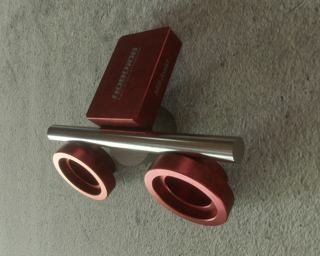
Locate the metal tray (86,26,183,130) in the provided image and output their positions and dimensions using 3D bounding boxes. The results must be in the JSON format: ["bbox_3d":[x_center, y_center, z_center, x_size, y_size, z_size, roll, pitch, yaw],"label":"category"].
[{"bbox_3d":[-0.033,-0.062,0.393,0.090,0.030,0.130,3,66,39],"label":"metal tray"}]

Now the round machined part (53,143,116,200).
[{"bbox_3d":[-0.105,0.058,0.459,0.098,0.042,0.097,22,140,20],"label":"round machined part"}]

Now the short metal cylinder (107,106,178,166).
[{"bbox_3d":[-0.024,0.008,0.408,0.080,0.050,0.079,0,90,39],"label":"short metal cylinder"}]

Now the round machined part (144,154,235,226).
[{"bbox_3d":[0.035,0.061,0.342,0.098,0.042,0.097,22,144,18],"label":"round machined part"}]

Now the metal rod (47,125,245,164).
[{"bbox_3d":[-0.044,0.014,0.377,0.300,0.025,0.025,3,92,39],"label":"metal rod"}]
